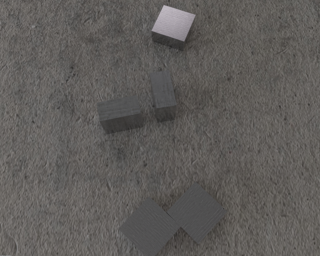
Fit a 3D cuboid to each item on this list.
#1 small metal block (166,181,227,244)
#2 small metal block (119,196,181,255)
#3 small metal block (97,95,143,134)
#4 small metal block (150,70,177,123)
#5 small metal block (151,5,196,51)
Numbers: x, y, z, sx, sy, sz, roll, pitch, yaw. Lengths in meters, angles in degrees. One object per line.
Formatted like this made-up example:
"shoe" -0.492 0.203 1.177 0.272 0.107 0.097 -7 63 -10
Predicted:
"small metal block" 0.043 0.101 0.371 0.050 0.025 0.050 43 75 14
"small metal block" -0.012 0.118 0.365 0.050 0.025 0.050 41 75 13
"small metal block" -0.050 -0.016 0.400 0.050 0.050 0.025 -12 71 -4
"small metal block" 0.004 -0.041 0.410 0.025 0.050 0.050 -10 70 -3
"small metal block" 0.020 -0.149 0.463 0.050 0.025 0.050 20 71 7
